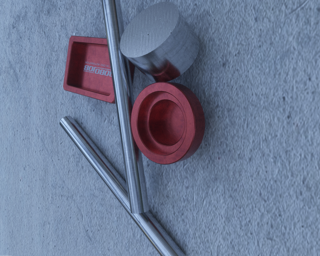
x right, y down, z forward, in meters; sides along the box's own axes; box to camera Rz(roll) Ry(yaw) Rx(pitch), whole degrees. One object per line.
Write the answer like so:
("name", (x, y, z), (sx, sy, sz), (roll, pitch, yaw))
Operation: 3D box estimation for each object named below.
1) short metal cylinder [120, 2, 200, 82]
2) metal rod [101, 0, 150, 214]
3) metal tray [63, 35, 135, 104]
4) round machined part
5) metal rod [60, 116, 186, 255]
("short metal cylinder", (0.000, -0.101, 0.369), (0.080, 0.050, 0.080), (-19, 53, 27))
("metal rod", (-0.047, -0.039, 0.410), (0.025, 0.025, 0.298), (-9, 88, 39))
("metal tray", (-0.096, -0.092, 0.481), (0.130, 0.030, 0.089), (17, 101, 38))
("round machined part", (0.014, -0.007, 0.380), (0.098, 0.042, 0.097), (5, 98, 40))
("metal rod", (-0.070, 0.078, 0.462), (0.300, 0.025, 0.025), (44, 116, 31))
